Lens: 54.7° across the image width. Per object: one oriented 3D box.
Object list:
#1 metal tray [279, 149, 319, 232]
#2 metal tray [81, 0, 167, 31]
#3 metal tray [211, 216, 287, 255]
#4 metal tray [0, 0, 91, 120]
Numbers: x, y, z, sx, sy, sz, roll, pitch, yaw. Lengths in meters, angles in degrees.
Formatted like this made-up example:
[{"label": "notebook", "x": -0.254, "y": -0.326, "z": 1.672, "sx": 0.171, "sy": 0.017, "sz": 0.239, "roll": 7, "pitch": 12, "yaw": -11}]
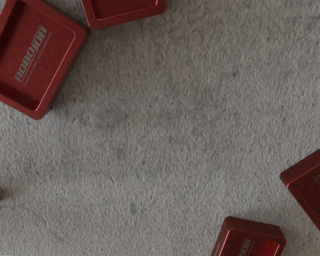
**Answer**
[{"label": "metal tray", "x": 0.247, "y": 0.095, "z": 0.445, "sx": 0.090, "sy": 0.030, "sz": 0.130, "roll": -37, "pitch": 107, "yaw": 12}, {"label": "metal tray", "x": -0.050, "y": -0.183, "z": 0.338, "sx": 0.090, "sy": 0.030, "sz": 0.129, "roll": -13, "pitch": 110, "yaw": 4}, {"label": "metal tray", "x": 0.129, "y": 0.207, "z": 0.485, "sx": 0.091, "sy": 0.030, "sz": 0.129, "roll": 13, "pitch": 110, "yaw": -5}, {"label": "metal tray", "x": -0.154, "y": -0.086, "z": 0.373, "sx": 0.090, "sy": 0.030, "sz": 0.129, "roll": 30, "pitch": 107, "yaw": -11}]
